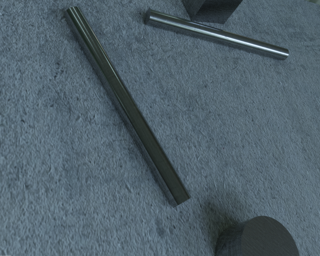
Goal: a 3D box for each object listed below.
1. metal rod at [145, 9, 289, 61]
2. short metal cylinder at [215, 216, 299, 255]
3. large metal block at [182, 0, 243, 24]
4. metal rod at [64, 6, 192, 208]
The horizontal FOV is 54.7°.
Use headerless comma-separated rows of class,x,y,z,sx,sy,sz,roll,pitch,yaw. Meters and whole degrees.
metal rod,0.116,-0.165,0.566,0.302,0.025,0.025,7,59,-25
short metal cylinder,0.112,0.148,0.358,0.081,0.050,0.080,14,56,-21
large metal block,0.101,-0.242,0.570,0.081,0.080,0.050,-7,65,-31
metal rod,-0.048,-0.037,0.400,0.025,0.025,0.299,-21,73,-36
